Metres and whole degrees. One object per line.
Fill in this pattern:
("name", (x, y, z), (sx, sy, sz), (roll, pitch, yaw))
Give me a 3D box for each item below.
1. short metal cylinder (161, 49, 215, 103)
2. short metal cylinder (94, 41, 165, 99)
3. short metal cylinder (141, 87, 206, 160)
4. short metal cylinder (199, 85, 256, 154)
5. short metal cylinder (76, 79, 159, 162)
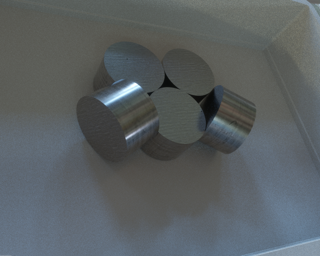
("short metal cylinder", (0.030, -0.066, 0.444), (0.081, 0.050, 0.080), (14, 56, -21))
("short metal cylinder", (-0.041, -0.065, 0.405), (0.081, 0.050, 0.080), (14, 56, -21))
("short metal cylinder", (0.011, -0.005, 0.396), (0.081, 0.050, 0.080), (14, 56, -21))
("short metal cylinder", (0.084, -0.011, 0.420), (0.050, 0.080, 0.080), (26, 53, -12))
("short metal cylinder", (-0.048, -0.008, 0.348), (0.050, 0.080, 0.080), (-35, 81, -38))
